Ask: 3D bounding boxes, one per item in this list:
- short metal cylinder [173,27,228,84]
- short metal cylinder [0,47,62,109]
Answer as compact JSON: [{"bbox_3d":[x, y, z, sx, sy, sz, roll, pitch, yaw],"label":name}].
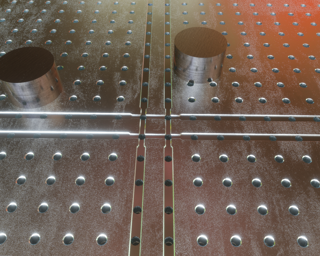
[{"bbox_3d":[0.062,-0.115,0.489,0.081,0.050,0.080,0,50,0],"label":"short metal cylinder"},{"bbox_3d":[-0.189,-0.074,0.451,0.081,0.050,0.080,0,50,0],"label":"short metal cylinder"}]
